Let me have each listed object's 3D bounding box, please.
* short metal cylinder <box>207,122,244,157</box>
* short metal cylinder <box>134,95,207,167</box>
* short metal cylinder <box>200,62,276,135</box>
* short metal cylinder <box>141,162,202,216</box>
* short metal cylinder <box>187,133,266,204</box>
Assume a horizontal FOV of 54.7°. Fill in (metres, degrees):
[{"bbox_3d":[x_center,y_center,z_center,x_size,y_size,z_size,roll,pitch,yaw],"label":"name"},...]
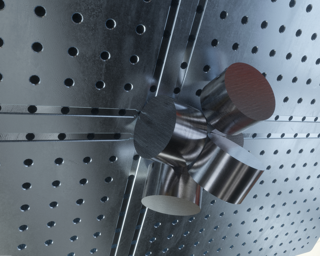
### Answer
[{"bbox_3d":[0.072,0.020,0.445,0.081,0.050,0.079,-13,123,-21],"label":"short metal cylinder"},{"bbox_3d":[0.011,0.005,0.384,0.050,0.080,0.080,20,107,-36],"label":"short metal cylinder"},{"bbox_3d":[0.100,-0.036,0.398,0.081,0.080,0.050,2,157,-29],"label":"short metal cylinder"},{"bbox_3d":[0.018,0.084,0.430,0.080,0.050,0.080,8,149,5],"label":"short metal cylinder"},{"bbox_3d":[0.081,0.048,0.384,0.081,0.080,0.050,19,108,-36],"label":"short metal cylinder"}]
